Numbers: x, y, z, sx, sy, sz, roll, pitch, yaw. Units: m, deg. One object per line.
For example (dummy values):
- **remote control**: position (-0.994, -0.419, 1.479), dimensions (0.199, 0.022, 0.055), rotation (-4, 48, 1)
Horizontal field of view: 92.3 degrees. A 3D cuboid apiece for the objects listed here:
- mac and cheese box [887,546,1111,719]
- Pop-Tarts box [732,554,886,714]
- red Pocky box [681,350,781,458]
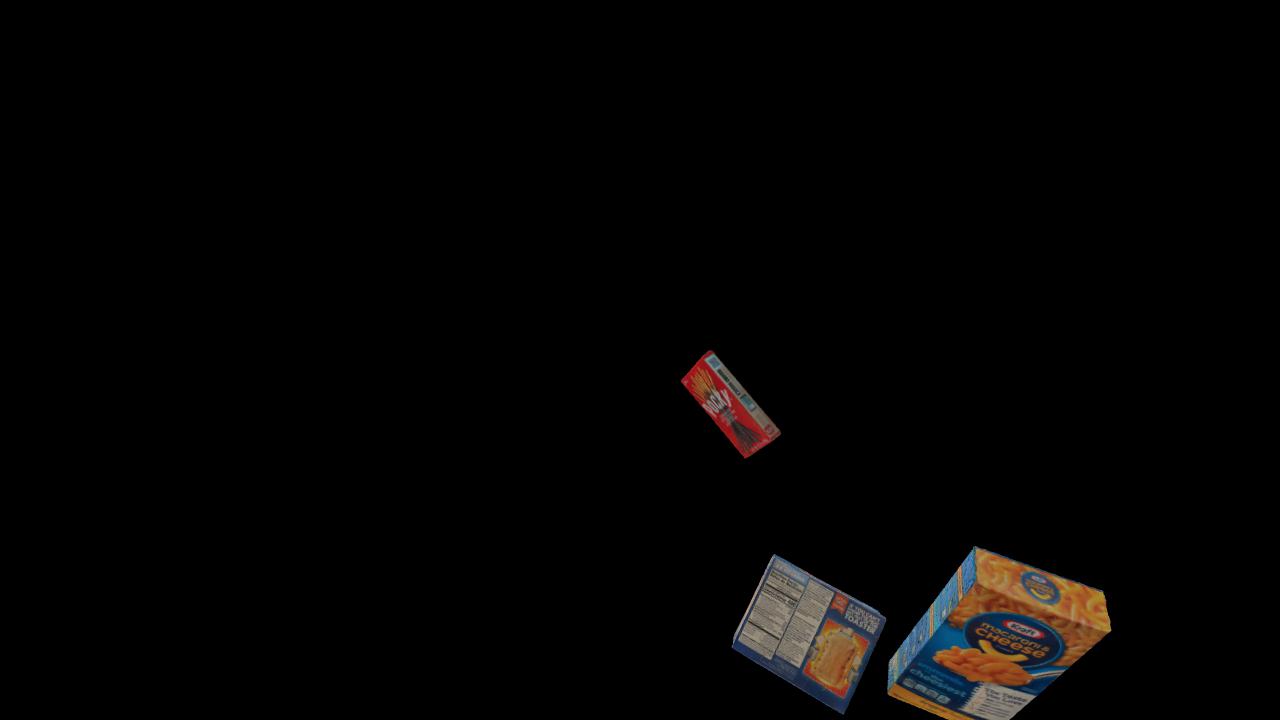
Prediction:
- **mac and cheese box**: position (0.281, 0.236, 0.504), dimensions (0.093, 0.184, 0.041), rotation (19, 39, 14)
- **Pop-Tarts box**: position (0.237, 0.383, 0.878), dimensions (0.167, 0.141, 0.083), rotation (26, -7, 14)
- **red Pocky box**: position (0.129, 0.066, 0.896), dimensions (0.028, 0.155, 0.083), rotation (-33, -12, -30)
